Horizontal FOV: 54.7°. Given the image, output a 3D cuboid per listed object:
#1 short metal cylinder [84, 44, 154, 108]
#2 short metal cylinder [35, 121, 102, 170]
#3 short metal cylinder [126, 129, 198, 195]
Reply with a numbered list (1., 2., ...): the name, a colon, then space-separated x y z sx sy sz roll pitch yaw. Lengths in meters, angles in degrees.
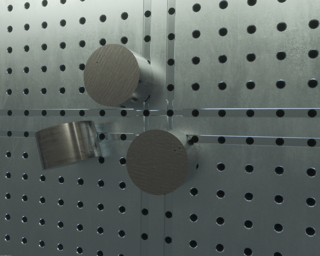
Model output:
1. short metal cylinder: -0.054 -0.068 0.418 0.080 0.050 0.079 0 90 20
2. short metal cylinder: -0.125 0.024 0.428 0.080 0.080 0.050 -16 85 19
3. short metal cylinder: 0.004 0.041 0.398 0.080 0.050 0.079 0 90 20
